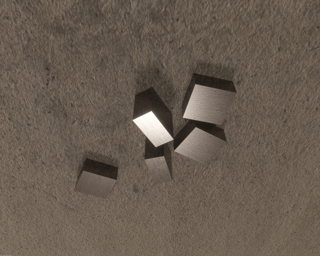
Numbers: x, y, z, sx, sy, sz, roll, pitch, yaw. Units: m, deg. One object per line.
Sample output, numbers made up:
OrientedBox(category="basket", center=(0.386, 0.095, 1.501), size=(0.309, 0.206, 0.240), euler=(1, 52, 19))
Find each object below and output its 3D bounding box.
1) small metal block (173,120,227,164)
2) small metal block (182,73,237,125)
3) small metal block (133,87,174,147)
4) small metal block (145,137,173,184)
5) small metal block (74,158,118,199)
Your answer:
OrientedBox(category="small metal block", center=(0.054, 0.017, 0.422), size=(0.050, 0.025, 0.050), euler=(25, 126, -20))
OrientedBox(category="small metal block", center=(0.058, -0.035, 0.379), size=(0.050, 0.025, 0.050), euler=(10, 129, -9))
OrientedBox(category="small metal block", center=(-0.007, -0.014, 0.379), size=(0.025, 0.050, 0.050), euler=(-25, 126, 19))
OrientedBox(category="small metal block", center=(-0.001, 0.040, 0.425), size=(0.025, 0.050, 0.050), euler=(-11, 130, 9))
OrientedBox(category="small metal block", center=(-0.097, 0.078, 0.472), size=(0.050, 0.025, 0.050), euler=(19, 127, -17))
